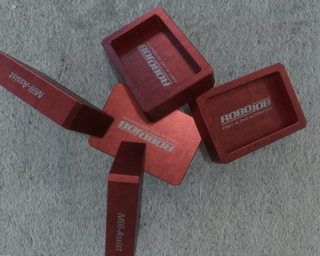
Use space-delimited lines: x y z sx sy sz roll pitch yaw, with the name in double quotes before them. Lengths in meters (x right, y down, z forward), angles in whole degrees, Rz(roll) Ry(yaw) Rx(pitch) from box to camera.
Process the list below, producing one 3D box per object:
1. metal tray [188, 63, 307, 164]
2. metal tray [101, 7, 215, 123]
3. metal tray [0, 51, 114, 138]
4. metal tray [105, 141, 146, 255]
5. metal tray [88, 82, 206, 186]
"metal tray" 0.112 -0.019 0.394 0.131 0.030 0.090 -22 90 -15
"metal tray" -0.005 -0.081 0.379 0.090 0.030 0.130 -31 61 -1
"metal tray" -0.127 -0.038 0.362 0.130 0.090 0.030 31 90 16
"metal tray" -0.039 0.091 0.359 0.030 0.090 0.129 6 111 0
"metal tray" -0.016 0.008 0.408 0.131 0.030 0.090 26 90 -1
